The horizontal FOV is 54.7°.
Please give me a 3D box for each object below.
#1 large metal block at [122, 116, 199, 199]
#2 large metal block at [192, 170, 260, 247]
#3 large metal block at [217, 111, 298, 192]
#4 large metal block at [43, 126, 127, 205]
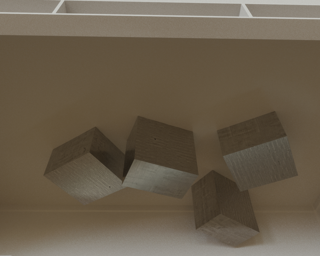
[{"bbox_3d":[-0.001,0.038,0.405,0.081,0.080,0.050,16,128,-14],"label":"large metal block"},{"bbox_3d":[0.099,0.124,0.481,0.080,0.080,0.050,30,124,-23],"label":"large metal block"},{"bbox_3d":[0.133,0.034,0.424,0.080,0.050,0.080,-20,128,16],"label":"large metal block"},{"bbox_3d":[-0.100,0.056,0.439,0.080,0.050,0.080,-26,126,20],"label":"large metal block"}]
